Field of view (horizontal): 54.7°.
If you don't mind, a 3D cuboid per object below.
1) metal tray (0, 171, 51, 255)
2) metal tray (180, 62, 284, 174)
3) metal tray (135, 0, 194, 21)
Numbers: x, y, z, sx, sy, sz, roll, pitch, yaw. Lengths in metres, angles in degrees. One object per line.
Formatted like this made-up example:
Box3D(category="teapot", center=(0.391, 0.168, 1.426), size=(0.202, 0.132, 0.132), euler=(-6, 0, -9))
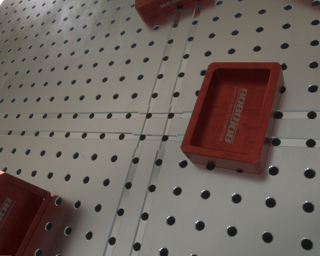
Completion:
Box3D(category="metal tray", center=(-0.207, 0.127, 0.394), size=(0.030, 0.090, 0.130), euler=(9, 66, 32))
Box3D(category="metal tray", center=(0.088, -0.018, 0.369), size=(0.090, 0.030, 0.130), euler=(7, 65, 31))
Box3D(category="metal tray", center=(0.020, -0.252, 0.548), size=(0.130, 0.030, 0.090), euler=(-16, 55, 18))
